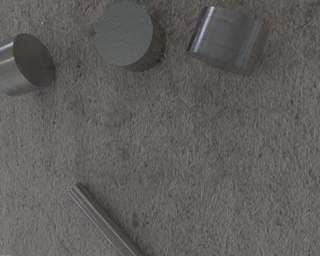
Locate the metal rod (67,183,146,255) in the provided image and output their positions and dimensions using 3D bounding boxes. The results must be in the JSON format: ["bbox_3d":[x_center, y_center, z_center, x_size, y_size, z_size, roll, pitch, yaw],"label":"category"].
[{"bbox_3d":[-0.020,0.190,0.415,0.300,0.025,0.025,44,104,14],"label":"metal rod"}]

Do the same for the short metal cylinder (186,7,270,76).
[{"bbox_3d":[0.076,-0.097,0.353,0.080,0.080,0.050,23,98,18],"label":"short metal cylinder"}]

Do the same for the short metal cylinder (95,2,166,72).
[{"bbox_3d":[-0.038,-0.117,0.409,0.080,0.050,0.079,0,90,20],"label":"short metal cylinder"}]

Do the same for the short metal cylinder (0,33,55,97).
[{"bbox_3d":[-0.201,-0.091,0.451,0.050,0.080,0.080,-14,85,19],"label":"short metal cylinder"}]
